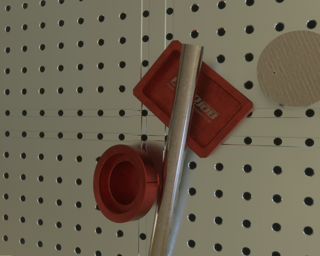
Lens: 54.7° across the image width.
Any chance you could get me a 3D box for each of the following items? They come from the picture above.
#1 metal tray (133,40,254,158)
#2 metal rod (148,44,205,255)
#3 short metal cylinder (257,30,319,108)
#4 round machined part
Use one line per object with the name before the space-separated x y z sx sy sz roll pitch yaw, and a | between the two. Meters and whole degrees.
metal tray | 0.040 -0.037 0.395 0.130 0.030 0.090 44 103 14
metal rod | 0.015 0.051 0.380 0.025 0.025 0.298 14 104 19
short metal cylinder | 0.151 -0.062 0.346 0.080 0.050 0.079 0 90 19
round machined part | -0.040 0.071 0.405 0.098 0.042 0.097 -7 79 39
